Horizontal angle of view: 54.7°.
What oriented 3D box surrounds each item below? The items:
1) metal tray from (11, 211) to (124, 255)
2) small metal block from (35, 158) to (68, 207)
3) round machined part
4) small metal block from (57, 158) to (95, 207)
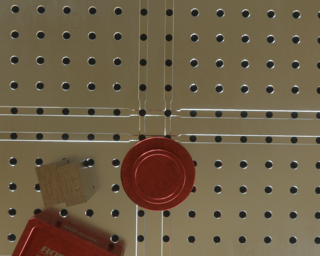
[{"bbox_3d":[-0.125,0.180,0.409,0.131,0.030,0.090,26,90,-1],"label":"metal tray"},{"bbox_3d":[-0.133,0.069,0.399,0.025,0.050,0.050,-14,90,0],"label":"small metal block"},{"bbox_3d":[-0.003,0.061,0.405,0.099,0.042,0.097,0,90,-1],"label":"round machined part"},{"bbox_3d":[-0.107,0.069,0.400,0.025,0.050,0.050,-14,90,0],"label":"small metal block"}]
